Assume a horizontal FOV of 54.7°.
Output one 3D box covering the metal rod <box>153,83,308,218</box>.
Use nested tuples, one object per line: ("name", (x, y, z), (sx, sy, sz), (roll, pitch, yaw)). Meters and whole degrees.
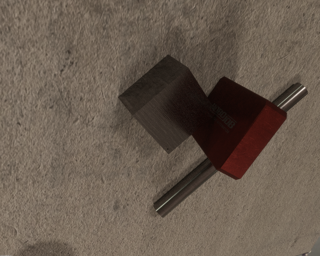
("metal rod", (0.112, 0.035, 0.491), (0.300, 0.025, 0.025), (-40, 130, -1))

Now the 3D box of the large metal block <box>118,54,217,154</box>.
("large metal block", (0.010, -0.028, 0.380), (0.080, 0.050, 0.080), (-41, 130, -1))

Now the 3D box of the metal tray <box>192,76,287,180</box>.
("metal tray", (0.086, -0.007, 0.381), (0.030, 0.130, 0.090), (29, 103, -19))
